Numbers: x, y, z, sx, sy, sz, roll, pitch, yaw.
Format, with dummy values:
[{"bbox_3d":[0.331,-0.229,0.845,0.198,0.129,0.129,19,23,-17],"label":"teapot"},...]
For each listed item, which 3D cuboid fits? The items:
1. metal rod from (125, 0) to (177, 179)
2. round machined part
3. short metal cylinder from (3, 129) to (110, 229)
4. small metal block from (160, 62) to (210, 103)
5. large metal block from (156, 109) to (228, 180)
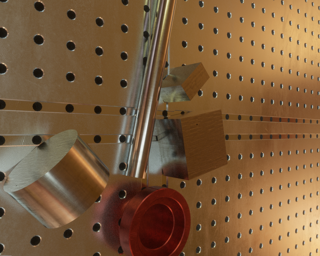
[{"bbox_3d":[-0.005,-0.085,0.406,0.025,0.025,0.299,17,79,-39],"label":"metal rod"},{"bbox_3d":[-0.010,0.122,0.392,0.099,0.042,0.097,0,90,-40],"label":"round machined part"},{"bbox_3d":[-0.096,0.046,0.294,0.080,0.080,0.050,-49,120,-29],"label":"short metal cylinder"},{"bbox_3d":[0.031,-0.061,0.421,0.050,0.050,0.025,-50,120,-28],"label":"small metal block"},{"bbox_3d":[0.045,0.020,0.433,0.081,0.050,0.079,-14,99,-39],"label":"large metal block"}]
